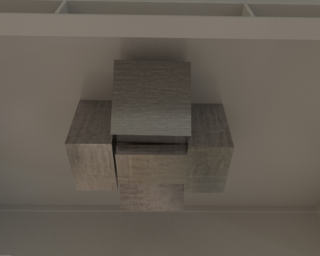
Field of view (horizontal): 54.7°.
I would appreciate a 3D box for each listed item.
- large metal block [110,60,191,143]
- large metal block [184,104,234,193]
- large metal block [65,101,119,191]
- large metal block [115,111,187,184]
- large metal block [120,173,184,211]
[{"bbox_3d":[-0.009,-0.026,0.341,0.081,0.080,0.050,1,168,-1],"label":"large metal block"},{"bbox_3d":[0.055,0.025,0.393,0.050,0.080,0.079,1,130,-1],"label":"large metal block"},{"bbox_3d":[-0.078,0.021,0.389,0.050,0.080,0.079,0,130,-1],"label":"large metal block"},{"bbox_3d":[-0.010,0.023,0.391,0.081,0.080,0.050,1,130,-1],"label":"large metal block"},{"bbox_3d":[-0.011,0.081,0.431,0.081,0.080,0.050,0,88,-2],"label":"large metal block"}]
